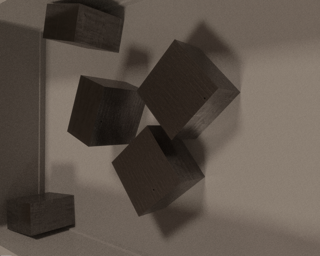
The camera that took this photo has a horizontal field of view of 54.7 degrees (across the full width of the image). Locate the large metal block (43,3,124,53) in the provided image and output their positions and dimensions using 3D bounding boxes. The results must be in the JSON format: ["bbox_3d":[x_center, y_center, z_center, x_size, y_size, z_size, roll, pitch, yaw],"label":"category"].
[{"bbox_3d":[-0.114,-0.148,0.462,0.080,0.081,0.050,18,101,38],"label":"large metal block"}]

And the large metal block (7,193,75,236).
[{"bbox_3d":[-0.207,0.146,0.538,0.080,0.081,0.050,-5,87,39],"label":"large metal block"}]

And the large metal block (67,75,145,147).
[{"bbox_3d":[-0.071,-0.023,0.427,0.050,0.081,0.079,28,108,36],"label":"large metal block"}]

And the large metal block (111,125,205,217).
[{"bbox_3d":[-0.005,0.052,0.392,0.080,0.050,0.080,-45,63,30],"label":"large metal block"}]

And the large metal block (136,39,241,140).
[{"bbox_3d":[0.031,-0.042,0.364,0.080,0.050,0.080,-50,61,28],"label":"large metal block"}]
